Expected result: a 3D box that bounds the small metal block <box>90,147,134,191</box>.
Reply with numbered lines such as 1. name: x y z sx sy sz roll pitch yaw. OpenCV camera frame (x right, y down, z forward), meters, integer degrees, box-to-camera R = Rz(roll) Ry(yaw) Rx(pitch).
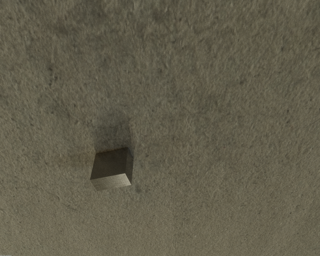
1. small metal block: -0.067 0.058 0.439 0.050 0.050 0.025 -12 129 10
